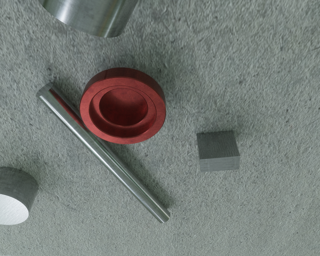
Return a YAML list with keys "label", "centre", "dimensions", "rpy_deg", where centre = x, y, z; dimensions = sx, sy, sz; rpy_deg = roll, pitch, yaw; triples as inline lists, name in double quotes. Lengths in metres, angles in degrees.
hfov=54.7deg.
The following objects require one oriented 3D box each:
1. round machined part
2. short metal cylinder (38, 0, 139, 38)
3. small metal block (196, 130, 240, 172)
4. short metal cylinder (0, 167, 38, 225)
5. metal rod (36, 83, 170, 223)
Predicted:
- label: "round machined part"
  centre: [-0.042, -0.030, 0.370]
  dimensions: [0.099, 0.042, 0.097]
  rpy_deg: [0, 130, 0]
- label: "short metal cylinder"
  centre: [-0.058, -0.123, 0.266]
  dimensions: [0.080, 0.080, 0.050]
  rpy_deg: [22, 127, -18]
- label: "small metal block"
  centre: [0.077, 0.031, 0.418]
  dimensions: [0.050, 0.050, 0.025]
  rpy_deg: [-5, 130, 4]
- label: "short metal cylinder"
  centre: [-0.237, 0.105, 0.478]
  dimensions: [0.081, 0.050, 0.079]
  rpy_deg: [0, 130, 0]
- label: "metal rod"
  centre: [-0.065, 0.054, 0.452]
  dimensions: [0.025, 0.025, 0.300]
  rpy_deg: [-23, 127, 18]
